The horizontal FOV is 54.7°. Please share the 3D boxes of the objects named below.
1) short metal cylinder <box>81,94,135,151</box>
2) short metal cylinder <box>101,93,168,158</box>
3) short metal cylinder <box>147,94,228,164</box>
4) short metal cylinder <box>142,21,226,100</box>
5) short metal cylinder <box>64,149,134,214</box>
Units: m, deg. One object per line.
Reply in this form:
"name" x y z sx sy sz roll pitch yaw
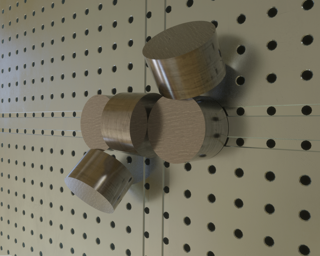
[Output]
"short metal cylinder" -0.069 -0.007 0.447 0.080 0.050 0.079 0 90 39
"short metal cylinder" -0.028 -0.005 0.394 0.050 0.081 0.079 6 94 39
"short metal cylinder" 0.032 0.000 0.364 0.080 0.050 0.079 0 90 39
"short metal cylinder" 0.027 -0.075 0.341 0.080 0.080 0.050 11 139 39
"short metal cylinder" -0.084 0.075 0.433 0.080 0.050 0.080 23 146 17
